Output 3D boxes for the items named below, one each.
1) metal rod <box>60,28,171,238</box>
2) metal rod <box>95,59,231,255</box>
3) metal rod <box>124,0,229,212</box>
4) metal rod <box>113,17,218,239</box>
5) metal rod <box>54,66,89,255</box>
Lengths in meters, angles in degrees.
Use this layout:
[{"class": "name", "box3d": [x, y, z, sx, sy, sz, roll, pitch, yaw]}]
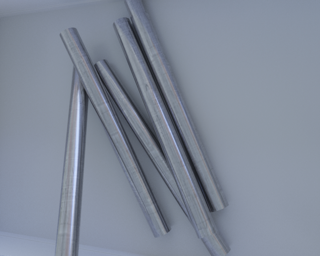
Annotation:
[{"class": "metal rod", "box3d": [-0.061, 0.004, 0.417, 0.025, 0.025, 0.299, -27, 87, 18]}, {"class": "metal rod", "box3d": [-0.004, 0.033, 0.411, 0.025, 0.025, 0.299, -37, 79, 16]}, {"class": "metal rod", "box3d": [0.018, -0.038, 0.403, 0.025, 0.025, 0.299, -24, 82, 18]}, {"class": "metal rod", "box3d": [0.001, -0.010, 0.396, 0.025, 0.025, 0.299, -26, 77, 18]}, {"class": "metal rod", "box3d": [-0.107, 0.045, 0.386, 0.025, 0.025, 0.299, -13, 62, 19]}]
